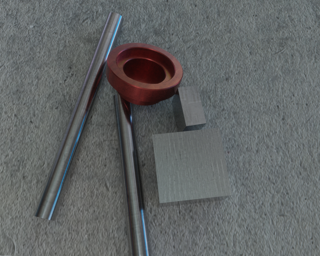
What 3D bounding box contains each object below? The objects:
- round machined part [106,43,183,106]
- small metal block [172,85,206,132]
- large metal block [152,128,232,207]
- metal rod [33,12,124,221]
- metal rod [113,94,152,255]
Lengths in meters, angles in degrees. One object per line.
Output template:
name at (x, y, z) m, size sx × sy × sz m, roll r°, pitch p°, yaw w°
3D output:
round machined part at (-0.022, -0.067, 0.410) m, size 0.099 × 0.042 × 0.098 m, roll 9°, pitch 46°, yaw -9°
small metal block at (0.036, -0.021, 0.400) m, size 0.025 × 0.050 × 0.050 m, roll -9°, pitch 75°, yaw -9°
large metal block at (0.035, 0.049, 0.377) m, size 0.081 × 0.050 × 0.080 m, roll -6°, pitch 70°, yaw -3°
metal rod at (-0.102, -0.029, 0.417) m, size 0.025 × 0.025 × 0.299 m, roll 13°, pitch 70°, yaw 4°
metal rod at (-0.030, 0.096, 0.372) m, size 0.025 × 0.025 × 0.299 m, roll -8°, pitch 70°, yaw -3°
